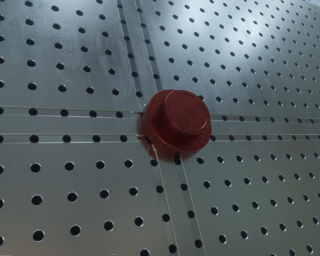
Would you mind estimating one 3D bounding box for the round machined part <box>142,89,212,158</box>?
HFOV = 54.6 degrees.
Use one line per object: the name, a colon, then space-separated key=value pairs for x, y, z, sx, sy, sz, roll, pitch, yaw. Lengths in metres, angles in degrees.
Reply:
round machined part: x=0.029 y=-0.013 z=0.420 sx=0.099 sy=0.042 sz=0.098 roll=13 pitch=56 yaw=-21
